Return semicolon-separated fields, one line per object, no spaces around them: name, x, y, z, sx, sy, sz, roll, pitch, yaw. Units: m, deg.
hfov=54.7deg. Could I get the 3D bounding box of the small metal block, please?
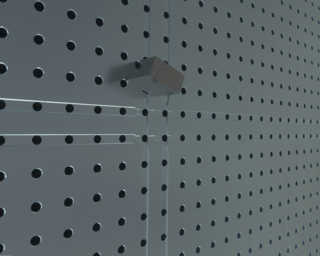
small metal block;-0.006;-0.063;0.389;0.050;0.050;0.025;27;73;-37
